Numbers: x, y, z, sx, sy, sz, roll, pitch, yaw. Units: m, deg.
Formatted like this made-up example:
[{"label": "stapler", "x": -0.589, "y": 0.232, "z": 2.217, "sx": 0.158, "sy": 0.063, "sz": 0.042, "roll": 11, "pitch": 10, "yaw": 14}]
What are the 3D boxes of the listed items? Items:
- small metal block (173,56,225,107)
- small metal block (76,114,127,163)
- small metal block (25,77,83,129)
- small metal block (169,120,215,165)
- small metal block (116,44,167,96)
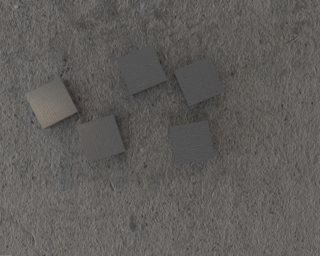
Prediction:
[{"label": "small metal block", "x": 0.051, "y": -0.060, "z": 0.410, "sx": 0.050, "sy": 0.025, "sz": 0.050, "roll": -23, "pitch": 90, "yaw": 0}, {"label": "small metal block", "x": -0.076, "y": 0.013, "z": 0.409, "sx": 0.050, "sy": 0.025, "sz": 0.050, "roll": -17, "pitch": 90, "yaw": 0}, {"label": "small metal block", "x": -0.139, "y": -0.032, "z": 0.409, "sx": 0.050, "sy": 0.025, "sz": 0.050, "roll": -27, "pitch": 90, "yaw": 0}, {"label": "small metal block", "x": 0.041, "y": 0.019, "z": 0.410, "sx": 0.050, "sy": 0.025, "sz": 0.050, "roll": -10, "pitch": 90, "yaw": 0}, {"label": "small metal block", "x": -0.024, "y": -0.075, "z": 0.410, "sx": 0.050, "sy": 0.025, "sz": 0.050, "roll": -23, "pitch": 90, "yaw": 0}]
